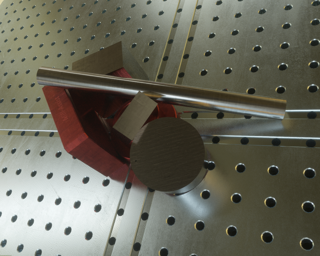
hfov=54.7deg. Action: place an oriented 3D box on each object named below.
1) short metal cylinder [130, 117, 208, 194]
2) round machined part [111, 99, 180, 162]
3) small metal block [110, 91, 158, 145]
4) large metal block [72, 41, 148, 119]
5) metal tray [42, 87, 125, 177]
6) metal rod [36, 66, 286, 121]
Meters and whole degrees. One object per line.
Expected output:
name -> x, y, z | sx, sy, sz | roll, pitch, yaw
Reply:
short metal cylinder -> 0.012, 0.033, 0.349 | 0.080, 0.050, 0.080 | -3, 74, 12
round machined part -> -0.024, -0.003, 0.414 | 0.098, 0.042, 0.098 | -13, 56, 20
small metal block -> -0.031, -0.010, 0.357 | 0.025, 0.050, 0.050 | 35, 76, -5
large metal block -> -0.069, -0.066, 0.446 | 0.080, 0.080, 0.050 | -19, 55, 16
metal tray -> -0.105, -0.003, 0.421 | 0.030, 0.090, 0.130 | -38, 51, 3
metal rod -> -0.007, -0.044, 0.376 | 0.301, 0.025, 0.025 | 9, 65, 10
